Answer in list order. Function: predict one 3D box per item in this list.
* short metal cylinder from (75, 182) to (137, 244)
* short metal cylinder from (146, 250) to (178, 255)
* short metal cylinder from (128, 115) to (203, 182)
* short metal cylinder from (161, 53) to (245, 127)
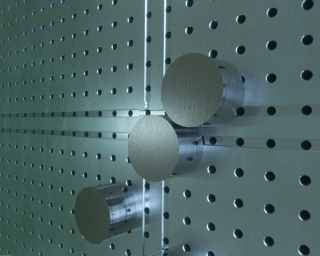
[{"bbox_3d":[-0.081,0.123,0.457,0.080,0.050,0.079,0,90,39],"label":"short metal cylinder"},{"bbox_3d":[-0.004,0.204,0.395,0.080,0.050,0.079,0,90,39],"label":"short metal cylinder"},{"bbox_3d":[0.006,0.024,0.386,0.080,0.050,0.079,0,90,39],"label":"short metal cylinder"},{"bbox_3d":[0.048,-0.041,0.352,0.080,0.050,0.079,0,90,39],"label":"short metal cylinder"}]
